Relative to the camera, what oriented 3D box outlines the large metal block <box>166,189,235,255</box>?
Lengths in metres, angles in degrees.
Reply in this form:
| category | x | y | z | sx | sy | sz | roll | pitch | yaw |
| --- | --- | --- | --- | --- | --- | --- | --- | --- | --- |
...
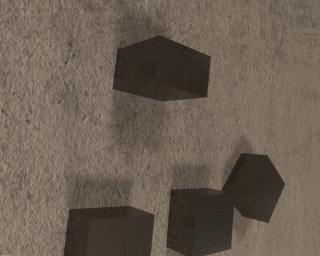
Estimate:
| category | x | y | z | sx | sy | sz | roll | pitch | yaw |
| --- | --- | --- | --- | --- | --- | --- | --- | --- | --- |
| large metal block | 0.059 | 0.130 | 0.441 | 0.081 | 0.050 | 0.080 | 8 | 85 | -40 |

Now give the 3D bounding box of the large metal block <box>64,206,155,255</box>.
| category | x | y | z | sx | sy | sz | roll | pitch | yaw |
| --- | --- | --- | --- | --- | --- | --- | --- | --- | --- |
| large metal block | -0.057 | 0.133 | 0.343 | 0.081 | 0.050 | 0.080 | 9 | 84 | -40 |

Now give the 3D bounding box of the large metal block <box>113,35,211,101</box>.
| category | x | y | z | sx | sy | sz | roll | pitch | yaw |
| --- | --- | --- | --- | --- | --- | --- | --- | --- | --- |
| large metal block | 0.002 | -0.066 | 0.372 | 0.081 | 0.080 | 0.050 | 10 | 84 | -40 |

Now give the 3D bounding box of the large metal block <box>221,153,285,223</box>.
| category | x | y | z | sx | sy | sz | roll | pitch | yaw |
| --- | --- | --- | --- | --- | --- | --- | --- | --- | --- |
| large metal block | 0.161 | 0.100 | 0.527 | 0.080 | 0.050 | 0.080 | 51 | 60 | -28 |
